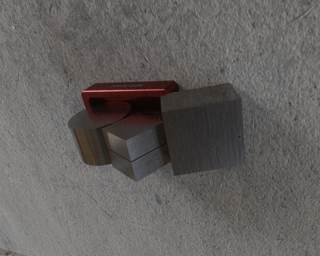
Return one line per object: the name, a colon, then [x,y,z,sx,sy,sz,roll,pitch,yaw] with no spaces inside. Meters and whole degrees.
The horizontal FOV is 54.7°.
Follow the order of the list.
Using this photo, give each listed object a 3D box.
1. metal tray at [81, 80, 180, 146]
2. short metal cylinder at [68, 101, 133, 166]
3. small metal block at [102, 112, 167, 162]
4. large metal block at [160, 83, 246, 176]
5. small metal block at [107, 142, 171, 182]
metal tray: [-0.034,-0.014,0.414,0.130,0.030,0.089,2,120,27]
short metal cylinder: [-0.070,0.005,0.396,0.080,0.080,0.050,1,119,27]
small metal block: [-0.028,0.008,0.344,0.050,0.050,0.025,21,130,49]
large metal block: [0.048,0.001,0.349,0.080,0.050,0.079,-10,117,3]
small metal block: [-0.023,0.031,0.355,0.050,0.050,0.025,21,130,49]
